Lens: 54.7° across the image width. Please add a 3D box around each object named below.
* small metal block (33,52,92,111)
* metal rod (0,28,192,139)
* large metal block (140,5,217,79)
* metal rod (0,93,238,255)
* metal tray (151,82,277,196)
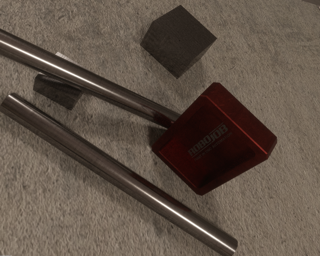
[{"bbox_3d":[-0.116,-0.057,0.377,0.050,0.025,0.050,30,52,-10],"label":"small metal block"},{"bbox_3d":[-0.057,-0.042,0.373,0.302,0.025,0.025,24,53,-24],"label":"metal rod"},{"bbox_3d":[0.030,-0.137,0.489,0.080,0.050,0.080,43,51,1],"label":"large metal block"},{"bbox_3d":[-0.040,0.057,0.348,0.301,0.025,0.025,34,51,-6],"label":"metal rod"},{"bbox_3d":[0.054,0.019,0.356,0.090,0.129,0.030,44,51,2],"label":"metal tray"}]
